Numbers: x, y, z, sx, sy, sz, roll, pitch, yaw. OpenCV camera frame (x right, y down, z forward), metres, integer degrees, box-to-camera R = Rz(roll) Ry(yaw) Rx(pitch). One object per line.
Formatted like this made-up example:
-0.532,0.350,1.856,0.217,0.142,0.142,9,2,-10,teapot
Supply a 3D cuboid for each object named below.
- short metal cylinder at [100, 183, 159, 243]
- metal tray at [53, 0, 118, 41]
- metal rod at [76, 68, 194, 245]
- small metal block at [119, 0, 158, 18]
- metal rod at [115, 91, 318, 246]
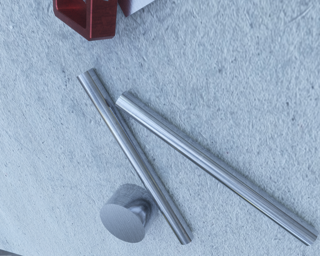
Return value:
-0.049,0.137,0.499,0.080,0.050,0.079,13,124,20,short metal cylinder
-0.078,-0.167,0.315,0.090,0.030,0.129,40,135,35,metal tray
-0.029,0.051,0.452,0.025,0.025,0.299,-19,109,35,metal rod
-0.024,-0.152,0.324,0.050,0.025,0.050,-17,110,34,small metal block
0.070,0.050,0.399,0.301,0.025,0.025,36,129,3,metal rod
